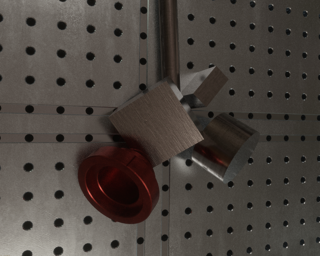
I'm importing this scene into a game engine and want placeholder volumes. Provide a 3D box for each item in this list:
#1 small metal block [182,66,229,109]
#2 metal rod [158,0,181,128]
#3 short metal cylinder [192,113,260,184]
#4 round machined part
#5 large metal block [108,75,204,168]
[{"bbox_3d":[0.057,-0.054,0.422,0.025,0.050,0.050,43,76,-15],"label":"small metal block"},{"bbox_3d":[0.011,-0.149,0.417,0.025,0.025,0.298,-3,91,-20],"label":"metal rod"},{"bbox_3d":[0.087,0.026,0.411,0.050,0.080,0.080,35,74,27],"label":"short metal cylinder"},{"bbox_3d":[-0.045,0.063,0.369,0.098,0.098,0.042,57,37,-12],"label":"round machined part"},{"bbox_3d":[-0.002,-0.007,0.381,0.080,0.050,0.080,-31,102,13],"label":"large metal block"}]
